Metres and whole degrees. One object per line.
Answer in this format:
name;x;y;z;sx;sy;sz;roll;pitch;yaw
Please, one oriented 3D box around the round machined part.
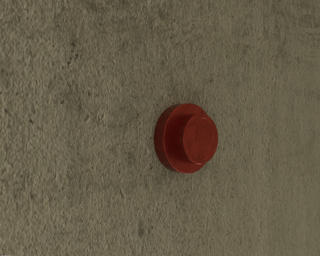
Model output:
round machined part;0.043;0.015;0.428;0.099;0.042;0.097;0;90;-40
